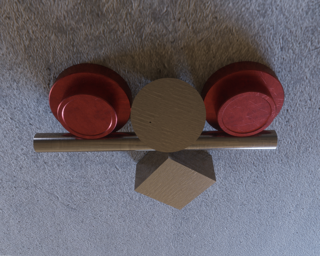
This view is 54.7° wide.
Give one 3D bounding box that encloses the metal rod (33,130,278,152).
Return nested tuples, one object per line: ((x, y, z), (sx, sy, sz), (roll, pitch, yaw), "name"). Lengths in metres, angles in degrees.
((-0.006, 0.017, 0.395), (0.302, 0.025, 0.025), (-1, 130, 0), "metal rod")

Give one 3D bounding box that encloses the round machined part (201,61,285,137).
((0.101, -0.028, 0.375), (0.099, 0.042, 0.097), (0, 130, 0), "round machined part")

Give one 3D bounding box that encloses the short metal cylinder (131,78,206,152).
((0.009, -0.015, 0.355), (0.080, 0.050, 0.079), (0, 95, 0), "short metal cylinder")

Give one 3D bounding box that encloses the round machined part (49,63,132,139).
((-0.084, -0.025, 0.375), (0.099, 0.042, 0.097), (0, 130, 0), "round machined part")

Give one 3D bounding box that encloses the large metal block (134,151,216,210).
((0.020, 0.064, 0.444), (0.080, 0.050, 0.080), (28, 125, -22), "large metal block")
